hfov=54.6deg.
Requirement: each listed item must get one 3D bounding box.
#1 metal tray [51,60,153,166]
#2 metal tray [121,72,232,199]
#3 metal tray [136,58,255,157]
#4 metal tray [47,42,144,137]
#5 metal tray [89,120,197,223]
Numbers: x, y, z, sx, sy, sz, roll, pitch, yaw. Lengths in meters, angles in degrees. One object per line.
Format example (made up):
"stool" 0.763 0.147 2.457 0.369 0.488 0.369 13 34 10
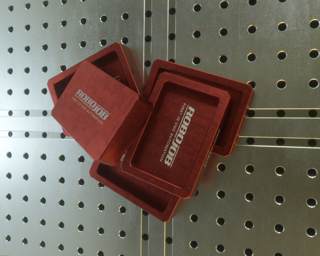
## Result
"metal tray" -0.079 -0.023 0.395 0.130 0.030 0.090 36 94 39
"metal tray" 0.020 0.008 0.370 0.090 0.030 0.130 21 85 19
"metal tray" 0.042 -0.027 0.394 0.130 0.030 0.090 20 96 19
"metal tray" -0.090 -0.052 0.442 0.130 0.030 0.090 -24 82 19
"metal tray" -0.022 0.053 0.418 0.130 0.030 0.090 28 99 18
